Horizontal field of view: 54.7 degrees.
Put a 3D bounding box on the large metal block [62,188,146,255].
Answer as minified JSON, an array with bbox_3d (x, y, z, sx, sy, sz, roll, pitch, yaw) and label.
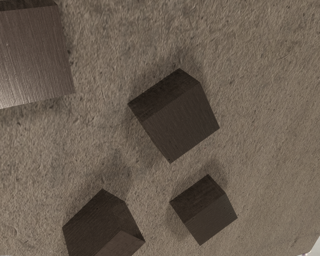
[{"bbox_3d":[-0.078,0.144,0.419,0.080,0.080,0.050,-44,130,2],"label":"large metal block"}]

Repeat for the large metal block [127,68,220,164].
[{"bbox_3d":[0.019,-0.015,0.393,0.080,0.050,0.080,-36,129,-5],"label":"large metal block"}]

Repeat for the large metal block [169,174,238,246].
[{"bbox_3d":[0.074,0.138,0.519,0.080,0.050,0.080,-35,129,-6],"label":"large metal block"}]

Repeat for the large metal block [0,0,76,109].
[{"bbox_3d":[-0.129,-0.068,0.278,0.081,0.050,0.079,-16,125,-20],"label":"large metal block"}]
